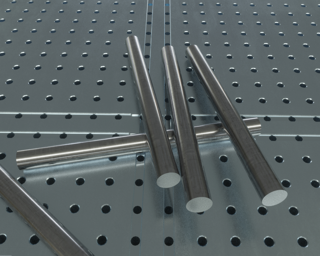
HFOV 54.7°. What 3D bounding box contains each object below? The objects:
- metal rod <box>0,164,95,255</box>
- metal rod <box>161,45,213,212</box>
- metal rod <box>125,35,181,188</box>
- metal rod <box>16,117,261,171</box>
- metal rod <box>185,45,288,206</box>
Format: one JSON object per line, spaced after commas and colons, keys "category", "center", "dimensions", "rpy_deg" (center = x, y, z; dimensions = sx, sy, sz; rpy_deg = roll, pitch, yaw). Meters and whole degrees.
{"category": "metal rod", "center": [-0.146, 0.084, 0.335], "dimensions": [0.300, 0.025, 0.025], "rpy_deg": [33, 57, 24]}
{"category": "metal rod", "center": [0.025, -0.027, 0.402], "dimensions": [0.025, 0.025, 0.300], "rpy_deg": [-3, 42, -3]}
{"category": "metal rod", "center": [-0.019, -0.047, 0.423], "dimensions": [0.025, 0.025, 0.300], "rpy_deg": [-8, 44, -7]}
{"category": "metal rod", "center": [-0.020, 0.018, 0.391], "dimensions": [0.302, 0.025, 0.025], "rpy_deg": [-8, 51, -7]}
{"category": "metal rod", "center": [0.082, -0.030, 0.405], "dimensions": [0.025, 0.025, 0.300], "rpy_deg": [-8, 42, -7]}
